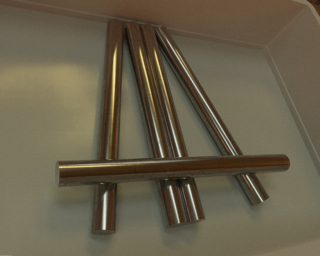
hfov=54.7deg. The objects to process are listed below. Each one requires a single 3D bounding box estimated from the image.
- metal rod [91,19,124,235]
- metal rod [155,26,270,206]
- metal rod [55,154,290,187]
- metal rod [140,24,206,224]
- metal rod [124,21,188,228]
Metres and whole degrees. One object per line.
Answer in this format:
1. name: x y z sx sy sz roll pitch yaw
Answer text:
1. metal rod: -0.061 -0.024 0.386 0.025 0.025 0.299 12 57 -22
2. metal rod: 0.068 -0.028 0.457 0.025 0.025 0.299 -17 71 -35
3. metal rod: 0.037 0.046 0.362 0.303 0.025 0.025 1 61 -28
4. metal rod: 0.009 -0.023 0.423 0.025 0.025 0.299 1 61 -28
5. metal rod: -0.012 -0.022 0.411 0.025 0.025 0.299 1 61 -28
